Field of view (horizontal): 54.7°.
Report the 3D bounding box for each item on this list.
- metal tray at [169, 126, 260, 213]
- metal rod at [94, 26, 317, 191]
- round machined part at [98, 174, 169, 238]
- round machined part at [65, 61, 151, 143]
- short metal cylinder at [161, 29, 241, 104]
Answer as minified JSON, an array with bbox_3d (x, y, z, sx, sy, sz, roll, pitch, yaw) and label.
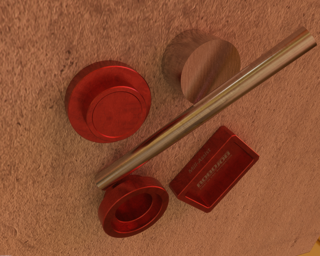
[{"bbox_3d":[0.089,0.070,0.497,0.130,0.030,0.090,-50,129,6],"label":"metal tray"},{"bbox_3d":[0.037,-0.010,0.363,0.300,0.025,0.025,-36,132,19],"label":"metal rod"},{"bbox_3d":[-0.040,0.104,0.435,0.099,0.042,0.097,-18,132,-21],"label":"round machined part"},{"bbox_3d":[-0.054,-0.023,0.353,0.099,0.042,0.097,-14,125,-21],"label":"round machined part"},{"bbox_3d":[0.049,-0.073,0.374,0.081,0.050,0.079,-14,124,-21],"label":"short metal cylinder"}]
